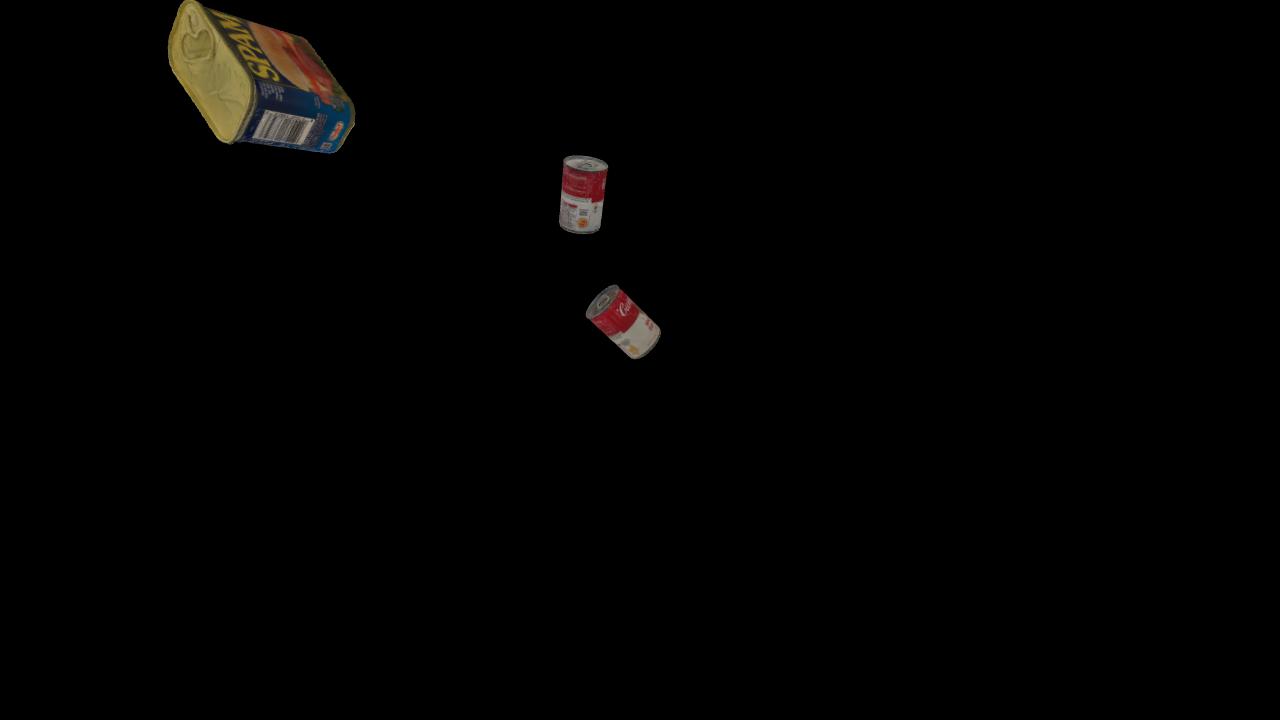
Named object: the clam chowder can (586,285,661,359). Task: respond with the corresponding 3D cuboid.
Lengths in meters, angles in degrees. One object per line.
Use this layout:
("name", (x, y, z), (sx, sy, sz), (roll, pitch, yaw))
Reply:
("clam chowder can", (-0.024, -0.057, 0.944), (0.102, 0.068, 0.068), (44, -22, -25))

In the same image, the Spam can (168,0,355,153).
("Spam can", (-0.281, -0.207, 0.463), (0.058, 0.101, 0.085), (-42, -12, 27))

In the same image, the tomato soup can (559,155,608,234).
("tomato soup can", (-0.088, -0.252, 0.941), (0.068, 0.101, 0.068), (7, 34, -5))
